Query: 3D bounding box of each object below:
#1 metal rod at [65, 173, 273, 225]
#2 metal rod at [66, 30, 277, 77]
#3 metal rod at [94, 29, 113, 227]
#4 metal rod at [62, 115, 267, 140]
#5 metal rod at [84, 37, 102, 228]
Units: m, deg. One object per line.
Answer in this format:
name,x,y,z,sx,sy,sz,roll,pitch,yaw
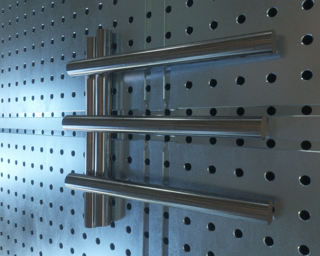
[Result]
metal rod,-0.013,0.084,0.399,0.300,0.025,0.025,1,91,33
metal rod,-0.010,-0.089,0.396,0.300,0.025,0.025,1,91,33
metal rod,-0.088,0.000,0.478,0.025,0.025,0.298,1,91,39
metal rod,-0.018,-0.004,0.402,0.300,0.025,0.025,2,91,33
metal rod,-0.107,0.007,0.494,0.025,0.025,0.298,1,91,39
